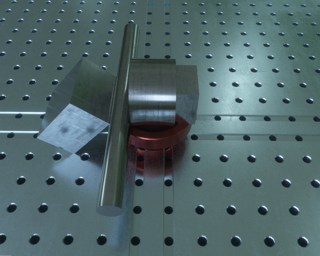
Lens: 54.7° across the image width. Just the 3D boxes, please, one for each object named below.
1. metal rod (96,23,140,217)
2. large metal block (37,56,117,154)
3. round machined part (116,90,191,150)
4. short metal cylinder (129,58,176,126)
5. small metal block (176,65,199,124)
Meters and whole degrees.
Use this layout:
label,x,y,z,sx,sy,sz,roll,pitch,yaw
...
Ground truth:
label,x,y,z,sx,sy,sz,roll,pitch,yaw
metal rod,-0.045,-0.037,0.384,0.025,0.025,0.300,1,50,0
large metal block,-0.102,-0.027,0.386,0.050,0.080,0.080,30,42,-30
round machined part,-0.008,-0.011,0.404,0.099,0.042,0.098,0,50,0
short metal cylinder,-0.008,-0.042,0.368,0.050,0.080,0.080,1,50,0
small metal block,0.030,-0.040,0.370,0.025,0.050,0.050,1,50,0
